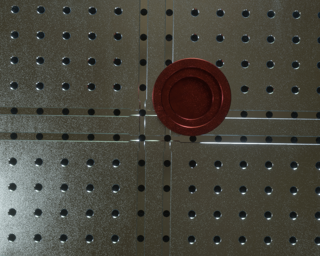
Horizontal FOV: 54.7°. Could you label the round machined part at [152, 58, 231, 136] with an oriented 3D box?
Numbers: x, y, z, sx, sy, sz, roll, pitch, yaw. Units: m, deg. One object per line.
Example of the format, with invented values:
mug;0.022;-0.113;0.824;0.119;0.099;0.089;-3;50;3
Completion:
round machined part;0.040;-0.039;0.405;0.099;0.042;0.097;0;90;-1
